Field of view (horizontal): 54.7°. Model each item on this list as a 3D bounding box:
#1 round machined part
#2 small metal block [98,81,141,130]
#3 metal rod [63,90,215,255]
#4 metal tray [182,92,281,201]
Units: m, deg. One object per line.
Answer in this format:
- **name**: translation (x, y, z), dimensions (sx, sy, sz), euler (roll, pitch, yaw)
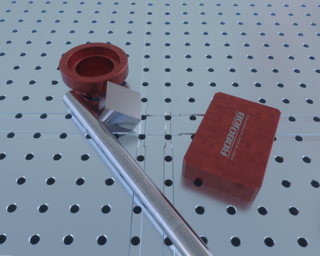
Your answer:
- **round machined part**: translation (-0.096, -0.083, 0.463), dimensions (0.099, 0.042, 0.098), euler (1, 47, -1)
- **small metal block**: translation (-0.054, -0.030, 0.418), dimensions (0.050, 0.025, 0.050), euler (18, 45, -25)
- **metal rod**: translation (-0.037, 0.049, 0.366), dimensions (0.025, 0.025, 0.300), euler (-30, 56, -23)
- **metal tray**: translation (0.093, 0.017, 0.392), dimensions (0.090, 0.030, 0.130), euler (19, 52, 15)
